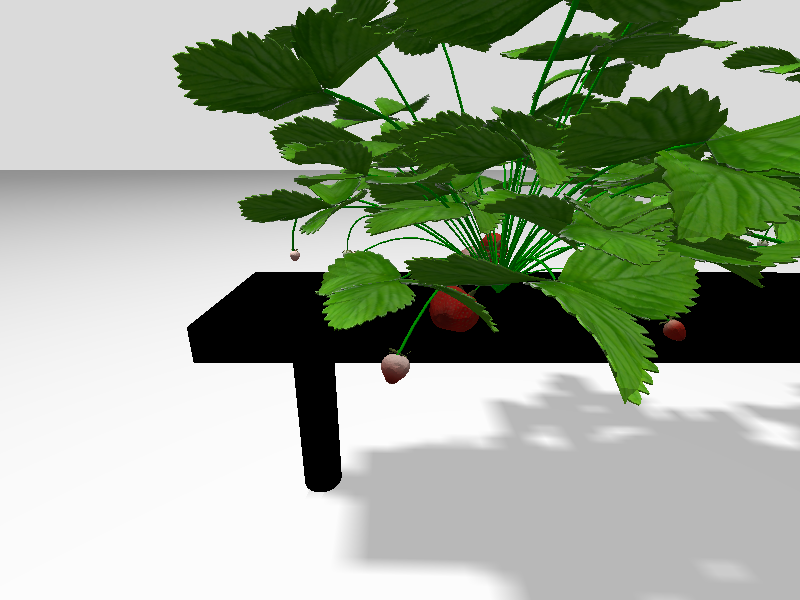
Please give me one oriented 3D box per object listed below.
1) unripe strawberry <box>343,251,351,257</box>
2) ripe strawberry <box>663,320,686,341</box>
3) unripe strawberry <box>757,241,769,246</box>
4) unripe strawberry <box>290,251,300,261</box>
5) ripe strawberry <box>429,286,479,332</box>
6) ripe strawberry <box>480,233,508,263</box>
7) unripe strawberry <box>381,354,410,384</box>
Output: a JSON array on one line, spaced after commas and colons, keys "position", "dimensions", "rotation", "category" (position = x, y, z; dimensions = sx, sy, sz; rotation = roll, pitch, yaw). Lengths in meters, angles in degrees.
[{"position": [-0.059, -0.050, 0.452], "dimensions": [0.011, 0.011, 0.011], "rotation": [12, 23, 30], "category": "unripe strawberry"}, {"position": [0.188, 0.021, 0.273], "dimensions": [0.015, 0.015, 0.013], "rotation": [-18, -20, -41], "category": "ripe strawberry"}, {"position": [0.452, -0.068, 0.500], "dimensions": [0.011, 0.011, 0.011], "rotation": [-12, 23, -29], "category": "unripe strawberry"}, {"position": [-0.119, -0.050, 0.453], "dimensions": [0.010, 0.012, 0.012], "rotation": [9, 22, 23], "category": "unripe strawberry"}, {"position": [0.037, 0.007, 0.281], "dimensions": [0.036, 0.031, 0.036], "rotation": [12, 24, 29], "category": "ripe strawberry"}, {"position": [0.110, -0.062, 0.475], "dimensions": [0.034, 0.036, 0.037], "rotation": [3, 20, 9], "category": "ripe strawberry"}, {"position": [-0.003, 0.039, 0.223], "dimensions": [0.016, 0.017, 0.016], "rotation": [12, -10, 29], "category": "unripe strawberry"}]
